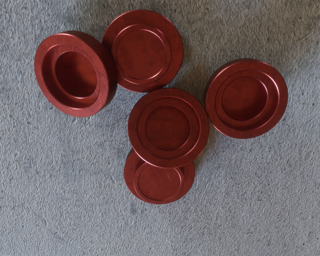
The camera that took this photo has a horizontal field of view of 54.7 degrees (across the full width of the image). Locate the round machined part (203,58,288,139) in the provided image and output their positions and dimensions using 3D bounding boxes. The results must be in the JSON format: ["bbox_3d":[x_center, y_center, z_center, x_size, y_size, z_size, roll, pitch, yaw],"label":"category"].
[{"bbox_3d":[0.104,-0.039,0.389,0.099,0.042,0.097,0,110,-1],"label":"round machined part"}]

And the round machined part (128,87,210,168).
[{"bbox_3d":[0.010,0.000,0.391,0.099,0.042,0.097,0,87,-3],"label":"round machined part"}]

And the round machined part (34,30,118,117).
[{"bbox_3d":[-0.094,-0.065,0.365,0.098,0.042,0.097,10,119,18],"label":"round machined part"}]

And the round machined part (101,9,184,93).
[{"bbox_3d":[-0.021,-0.089,0.368,0.099,0.042,0.097,0,110,-1],"label":"round machined part"}]

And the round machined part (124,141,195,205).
[{"bbox_3d":[-0.001,0.064,0.425,0.099,0.042,0.097,0,110,-1],"label":"round machined part"}]
